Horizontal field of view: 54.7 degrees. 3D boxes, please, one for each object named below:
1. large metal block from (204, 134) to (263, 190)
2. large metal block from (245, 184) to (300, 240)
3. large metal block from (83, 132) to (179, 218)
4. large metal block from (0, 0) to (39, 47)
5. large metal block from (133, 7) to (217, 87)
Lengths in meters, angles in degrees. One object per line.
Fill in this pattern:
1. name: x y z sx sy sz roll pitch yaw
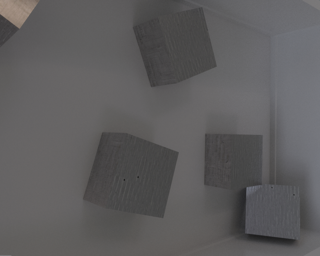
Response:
1. large metal block: 0.117 0.050 0.488 0.081 0.050 0.080 2 89 -40
2. large metal block: 0.186 0.136 0.511 0.050 0.080 0.080 38 55 -65
3. large metal block: -0.032 0.055 0.363 0.080 0.050 0.080 23 76 -38
4. large metal block: -0.150 -0.105 0.239 0.080 0.080 0.050 38 53 -34
5. large metal block: 0.022 -0.106 0.408 0.081 0.050 0.080 -28 108 -37
